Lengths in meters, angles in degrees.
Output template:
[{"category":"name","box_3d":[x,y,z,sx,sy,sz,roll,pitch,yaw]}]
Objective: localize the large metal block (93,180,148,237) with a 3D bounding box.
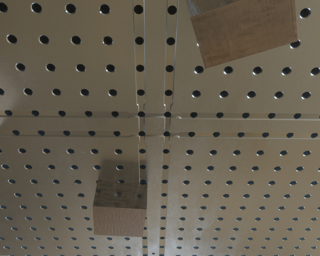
[{"category":"large metal block","box_3d":[-0.065,0.134,0.508,0.081,0.050,0.079,5,130,-5]}]

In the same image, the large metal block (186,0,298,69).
[{"category":"large metal block","box_3d":[0.070,-0.107,0.286,0.080,0.080,0.050,-15,129,12]}]
